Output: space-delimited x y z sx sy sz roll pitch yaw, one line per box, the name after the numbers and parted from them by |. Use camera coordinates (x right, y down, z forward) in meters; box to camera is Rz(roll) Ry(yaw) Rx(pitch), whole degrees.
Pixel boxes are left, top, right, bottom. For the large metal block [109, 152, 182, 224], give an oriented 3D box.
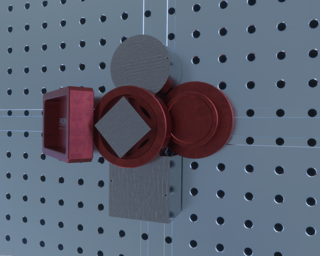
-0.018 0.073 0.402 0.080 0.050 0.080 1 90 20 | large metal block

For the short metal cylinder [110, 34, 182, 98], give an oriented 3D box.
-0.017 -0.075 0.405 0.080 0.050 0.080 0 90 20 | short metal cylinder

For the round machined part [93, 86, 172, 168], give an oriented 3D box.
-0.032 -0.001 0.384 0.098 0.042 0.097 0 90 20 | round machined part

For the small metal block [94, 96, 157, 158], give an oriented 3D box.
-0.039 -0.001 0.360 0.050 0.025 0.050 -43 77 15 | small metal block

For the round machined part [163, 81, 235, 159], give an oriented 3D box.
0.042 -0.010 0.387 0.098 0.042 0.097 0 90 20 | round machined part

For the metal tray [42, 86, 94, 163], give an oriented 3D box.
-0.127 -0.005 0.416 0.130 0.030 0.089 2 91 57 | metal tray
